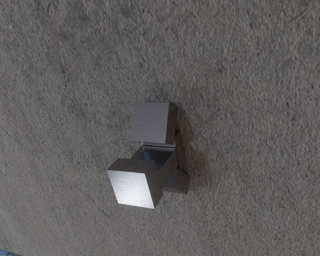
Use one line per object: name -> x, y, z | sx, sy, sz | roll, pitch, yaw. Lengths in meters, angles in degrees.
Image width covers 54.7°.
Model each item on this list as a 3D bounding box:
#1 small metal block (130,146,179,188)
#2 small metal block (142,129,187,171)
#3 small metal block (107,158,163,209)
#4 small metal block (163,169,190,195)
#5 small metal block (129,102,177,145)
small metal block -> -0.011, 0.048, 0.393 | 0.050, 0.050, 0.025 | 3, 120, 26
small metal block -> 0.005, 0.029, 0.423 | 0.050, 0.025, 0.050 | 2, 120, 26
small metal block -> -0.029, 0.064, 0.365 | 0.050, 0.025, 0.050 | 1, 119, 27
small metal block -> 0.008, 0.073, 0.431 | 0.050, 0.025, 0.050 | 2, 160, 27
small metal block -> -0.008, -0.006, 0.392 | 0.050, 0.025, 0.050 | 3, 84, 27
